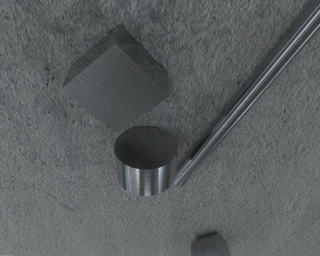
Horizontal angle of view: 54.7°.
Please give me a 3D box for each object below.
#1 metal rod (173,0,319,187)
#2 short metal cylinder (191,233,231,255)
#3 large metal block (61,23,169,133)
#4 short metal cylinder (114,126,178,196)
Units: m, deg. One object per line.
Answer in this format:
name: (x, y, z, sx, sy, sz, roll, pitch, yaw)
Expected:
metal rod: (0.095, -0.022, 0.390, 0.025, 0.025, 0.298, 21, 127, -18)
short metal cylinder: (0.099, 0.244, 0.581, 0.050, 0.080, 0.080, -23, 127, 18)
large metal block: (-0.047, -0.053, 0.345, 0.080, 0.050, 0.080, -33, 123, 24)
short metal cylinder: (-0.018, 0.042, 0.406, 0.081, 0.080, 0.050, 1, 130, -1)
